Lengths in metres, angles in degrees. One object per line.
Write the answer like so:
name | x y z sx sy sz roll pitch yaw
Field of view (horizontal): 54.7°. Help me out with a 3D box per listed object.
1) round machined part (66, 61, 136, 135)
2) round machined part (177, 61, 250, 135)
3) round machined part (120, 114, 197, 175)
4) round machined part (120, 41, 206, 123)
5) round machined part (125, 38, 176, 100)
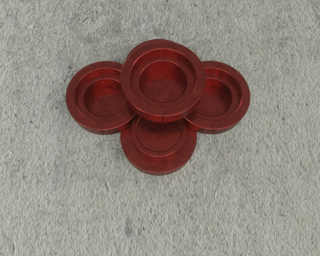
round machined part | -0.070 -0.036 0.413 0.099 0.042 0.098 0 70 -1
round machined part | 0.066 -0.037 0.415 0.099 0.042 0.098 0 70 -1
round machined part | -0.002 0.009 0.397 0.099 0.042 0.098 0 70 -1
round machined part | 0.004 -0.052 0.374 0.099 0.042 0.098 0 70 -1
round machined part | -0.001 -0.084 0.431 0.099 0.042 0.098 0 70 -1
